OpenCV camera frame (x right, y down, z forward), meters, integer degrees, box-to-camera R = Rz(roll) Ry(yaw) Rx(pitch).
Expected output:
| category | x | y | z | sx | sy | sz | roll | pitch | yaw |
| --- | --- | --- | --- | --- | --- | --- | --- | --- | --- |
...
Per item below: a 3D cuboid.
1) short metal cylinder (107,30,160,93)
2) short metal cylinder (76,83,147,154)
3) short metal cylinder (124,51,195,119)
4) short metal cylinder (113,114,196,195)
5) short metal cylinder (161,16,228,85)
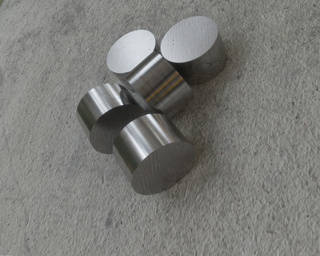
| category | x | y | z | sx | sy | sz | roll | pitch | yaw |
| --- | --- | --- | --- | --- | --- | --- | --- | --- | --- |
| short metal cylinder | -0.032 | -0.100 | 0.466 | 0.080 | 0.050 | 0.080 | -13 | 56 | 21 |
| short metal cylinder | -0.063 | -0.012 | 0.409 | 0.080 | 0.080 | 0.050 | -40 | 51 | 1 |
| short metal cylinder | -0.001 | -0.052 | 0.401 | 0.050 | 0.080 | 0.080 | -42 | 51 | 0 |
| short metal cylinder | -0.007 | 0.030 | 0.354 | 0.080 | 0.080 | 0.050 | -40 | 51 | 1 |
| short metal cylinder | 0.048 | -0.106 | 0.428 | 0.080 | 0.050 | 0.080 | -13 | 56 | 21 |
